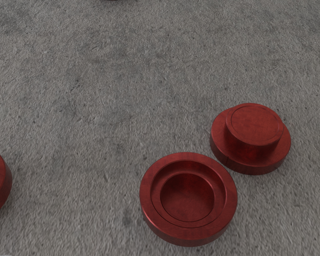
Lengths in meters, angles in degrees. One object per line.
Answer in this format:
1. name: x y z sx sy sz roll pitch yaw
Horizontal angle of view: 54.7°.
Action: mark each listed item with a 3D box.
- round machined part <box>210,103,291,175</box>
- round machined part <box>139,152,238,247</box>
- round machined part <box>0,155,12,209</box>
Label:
1. round machined part: 0.114 0.007 0.387 0.099 0.042 0.098 0 50 0
2. round machined part: 0.029 0.077 0.328 0.099 0.042 0.098 0 50 0
3. round machined part: -0.210 0.069 0.333 0.099 0.042 0.098 0 50 0
